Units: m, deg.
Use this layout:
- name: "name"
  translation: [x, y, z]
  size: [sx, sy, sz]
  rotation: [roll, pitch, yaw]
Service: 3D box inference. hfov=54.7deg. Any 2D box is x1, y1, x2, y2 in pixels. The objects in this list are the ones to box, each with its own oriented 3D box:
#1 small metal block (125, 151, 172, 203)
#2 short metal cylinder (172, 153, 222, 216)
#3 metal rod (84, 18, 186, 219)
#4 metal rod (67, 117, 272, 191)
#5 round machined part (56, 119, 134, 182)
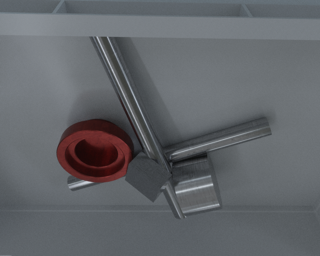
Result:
- name: "small metal block"
  translation: [-0.017, 0.065, 0.409]
  size: [0.050, 0.025, 0.050]
  rotation: [36, 147, 12]
- name: "short metal cylinder"
  translation: [0.054, 0.080, 0.440]
  size: [0.050, 0.080, 0.080]
  rotation: [-15, 129, 12]
- name: "metal rod"
  translation: [-0.016, 0.011, 0.393]
  size: [0.025, 0.025, 0.299]
  rotation: [-15, 122, 12]
- name: "metal rod"
  translation: [0.004, 0.041, 0.443]
  size: [0.301, 0.025, 0.025]
  rotation: [-18, 128, 14]
- name: "round machined part"
  translation: [-0.084, 0.026, 0.418]
  size: [0.099, 0.042, 0.097]
  rotation: [-1, 130, 0]
